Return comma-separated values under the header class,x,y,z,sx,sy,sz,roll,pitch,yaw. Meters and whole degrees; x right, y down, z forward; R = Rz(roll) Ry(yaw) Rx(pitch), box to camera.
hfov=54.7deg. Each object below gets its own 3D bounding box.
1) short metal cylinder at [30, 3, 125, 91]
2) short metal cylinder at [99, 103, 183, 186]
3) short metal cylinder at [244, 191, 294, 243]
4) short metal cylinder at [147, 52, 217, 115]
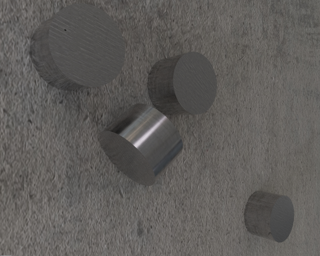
class,x,y,z,sx,sy,sz,roll,pitch,yaw
short metal cylinder,-0.084,-0.080,0.318,0.081,0.050,0.080,0,90,-40
short metal cylinder,-0.021,0.019,0.351,0.050,0.080,0.080,-45,117,-30
short metal cylinder,0.195,0.156,0.552,0.081,0.050,0.080,0,90,-40
short metal cylinder,0.030,-0.057,0.414,0.081,0.050,0.080,0,90,-40
